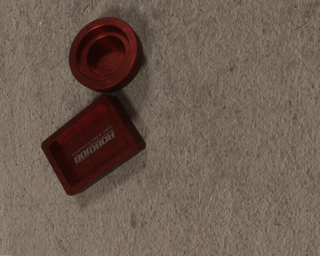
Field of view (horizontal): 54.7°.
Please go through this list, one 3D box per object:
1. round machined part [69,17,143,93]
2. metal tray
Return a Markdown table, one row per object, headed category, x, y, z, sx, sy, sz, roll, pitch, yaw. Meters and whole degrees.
| category | x | y | z | sx | sy | sz | roll | pitch | yaw |
| --- | --- | --- | --- | --- | --- | --- | --- | --- | --- |
| round machined part | -0.068 | -0.094 | 0.418 | 0.098 | 0.042 | 0.097 | -3 | 80 | 17 |
| metal tray | -0.096 | 0.025 | 0.438 | 0.130 | 0.030 | 0.090 | -35 | 79 | 16 |
